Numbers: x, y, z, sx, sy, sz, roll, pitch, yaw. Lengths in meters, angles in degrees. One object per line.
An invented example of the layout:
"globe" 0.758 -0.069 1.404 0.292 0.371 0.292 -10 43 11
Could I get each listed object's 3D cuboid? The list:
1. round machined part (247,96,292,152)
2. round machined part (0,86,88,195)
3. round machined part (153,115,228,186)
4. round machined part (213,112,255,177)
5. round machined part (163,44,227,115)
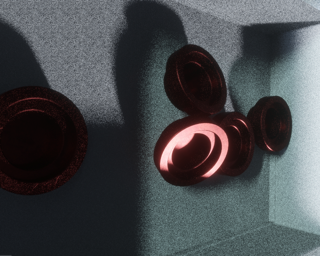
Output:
"round machined part" 0.191 -0.007 0.554 0.099 0.042 0.097 0 90 -38
"round machined part" -0.123 0.011 0.293 0.099 0.042 0.097 0 90 -40
"round machined part" 0.037 0.025 0.408 0.099 0.042 0.097 -12 124 -19
"round machined part" 0.101 0.024 0.480 0.099 0.042 0.097 0 90 -40
"round machined part" 0.044 -0.060 0.421 0.099 0.042 0.098 17 63 -38
